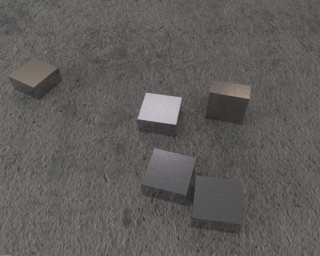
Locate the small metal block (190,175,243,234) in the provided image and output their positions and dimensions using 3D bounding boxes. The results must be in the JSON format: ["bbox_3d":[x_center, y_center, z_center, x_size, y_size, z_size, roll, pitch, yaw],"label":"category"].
[{"bbox_3d":[0.061,0.082,0.335,0.050,0.025,0.050,7,50,5],"label":"small metal block"}]

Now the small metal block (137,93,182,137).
[{"bbox_3d":[0.001,-0.019,0.419,0.050,0.025,0.050,8,51,7],"label":"small metal block"}]

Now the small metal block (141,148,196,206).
[{"bbox_3d":[0.011,0.056,0.356,0.050,0.025,0.050,12,51,10],"label":"small metal block"}]

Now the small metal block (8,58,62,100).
[{"bbox_3d":[-0.186,-0.075,0.464,0.050,0.025,0.050,24,54,18],"label":"small metal block"}]

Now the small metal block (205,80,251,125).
[{"bbox_3d":[0.090,-0.034,0.416,0.050,0.050,0.025,11,51,9],"label":"small metal block"}]
